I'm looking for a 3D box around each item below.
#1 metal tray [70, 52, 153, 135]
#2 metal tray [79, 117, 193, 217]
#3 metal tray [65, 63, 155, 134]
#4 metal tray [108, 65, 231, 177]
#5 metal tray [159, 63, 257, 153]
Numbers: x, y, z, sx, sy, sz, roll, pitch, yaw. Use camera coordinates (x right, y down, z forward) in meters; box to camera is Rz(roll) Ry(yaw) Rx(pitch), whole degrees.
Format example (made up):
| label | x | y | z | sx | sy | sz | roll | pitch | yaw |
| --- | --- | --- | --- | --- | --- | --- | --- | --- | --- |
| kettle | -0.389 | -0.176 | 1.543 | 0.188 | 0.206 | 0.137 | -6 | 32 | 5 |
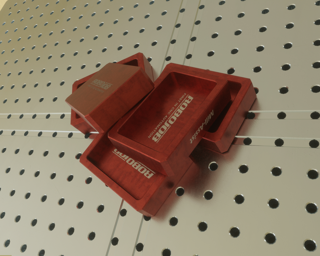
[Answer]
| label | x | y | z | sx | sy | sz | roll | pitch | yaw |
| --- | --- | --- | --- | --- | --- | --- | --- | --- | --- |
| metal tray | -0.074 | -0.053 | 0.477 | 0.130 | 0.030 | 0.090 | -20 | 54 | 16 |
| metal tray | -0.034 | 0.040 | 0.399 | 0.130 | 0.030 | 0.090 | 30 | 78 | 37 |
| metal tray | -0.073 | -0.047 | 0.421 | 0.090 | 0.030 | 0.130 | -43 | 28 | -11 |
| metal tray | 0.013 | -0.015 | 0.368 | 0.090 | 0.030 | 0.130 | 22 | 62 | 36 |
| metal tray | 0.044 | -0.031 | 0.401 | 0.130 | 0.030 | 0.090 | 21 | 72 | 36 |
